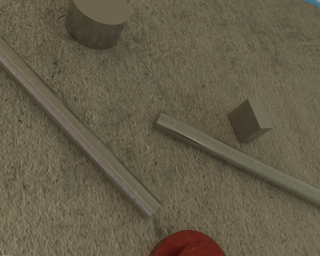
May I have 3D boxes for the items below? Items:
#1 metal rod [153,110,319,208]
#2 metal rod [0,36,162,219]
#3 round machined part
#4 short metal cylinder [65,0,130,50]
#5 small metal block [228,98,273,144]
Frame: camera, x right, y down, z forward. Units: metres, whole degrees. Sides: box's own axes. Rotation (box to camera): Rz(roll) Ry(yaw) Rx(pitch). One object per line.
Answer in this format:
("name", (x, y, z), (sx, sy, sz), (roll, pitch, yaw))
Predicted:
("metal rod", (0.128, 0.052, 0.443), (0.301, 0.025, 0.025), (26, 53, -13))
("metal rod", (-0.112, -0.014, 0.352), (0.300, 0.025, 0.025), (46, 51, 3))
("round machined part", (0.037, 0.155, 0.319), (0.099, 0.042, 0.098), (14, 56, -21))
("short metal cylinder", (-0.089, -0.158, 0.438), (0.081, 0.050, 0.080), (14, 56, -21))
("small metal block", (0.135, -0.010, 0.469), (0.025, 0.050, 0.050), (-2, 63, -29))
